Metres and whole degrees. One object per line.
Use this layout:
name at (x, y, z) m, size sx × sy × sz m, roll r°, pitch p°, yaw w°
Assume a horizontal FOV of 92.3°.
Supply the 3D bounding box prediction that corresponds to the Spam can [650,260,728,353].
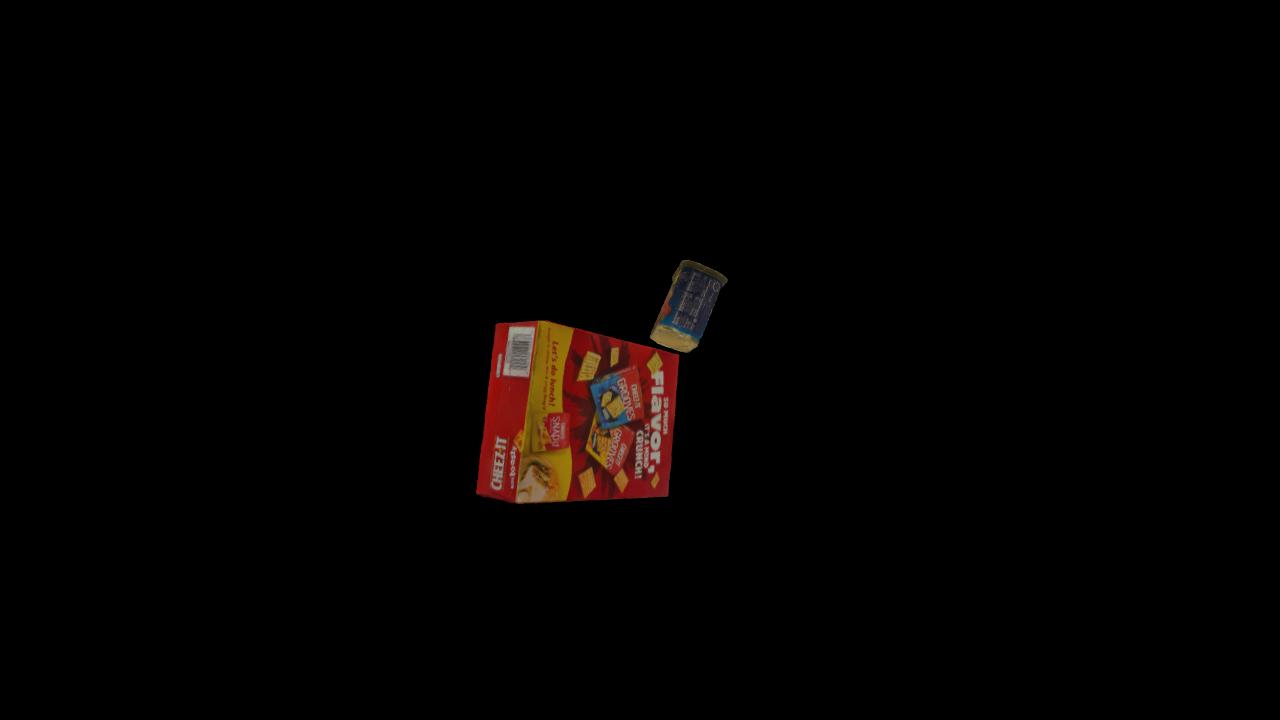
Spam can at (0.054, -0.059, 0.725) m, size 0.058 × 0.085 × 0.101 m, roll 23°, pitch -8°, yaw -2°

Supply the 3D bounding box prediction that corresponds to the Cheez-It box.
Cheez-It box at (-0.052, 0.058, 0.637) m, size 0.071 × 0.166 × 0.223 m, roll 1°, pitch -7°, yaw 40°
